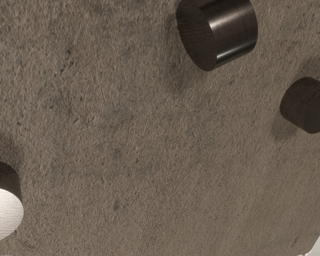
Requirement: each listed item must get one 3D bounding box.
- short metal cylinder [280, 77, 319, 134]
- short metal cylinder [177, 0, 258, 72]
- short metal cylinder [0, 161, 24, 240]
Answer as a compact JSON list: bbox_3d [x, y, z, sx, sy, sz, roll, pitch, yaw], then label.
[{"bbox_3d":[0.246,-0.037,0.505,0.081,0.050,0.079,-14,125,-21],"label":"short metal cylinder"},{"bbox_3d":[0.060,-0.109,0.339,0.050,0.080,0.080,-27,128,-12],"label":"short metal cylinder"},{"bbox_3d":[-0.194,0.080,0.335,0.081,0.050,0.079,-14,125,-21],"label":"short metal cylinder"}]
